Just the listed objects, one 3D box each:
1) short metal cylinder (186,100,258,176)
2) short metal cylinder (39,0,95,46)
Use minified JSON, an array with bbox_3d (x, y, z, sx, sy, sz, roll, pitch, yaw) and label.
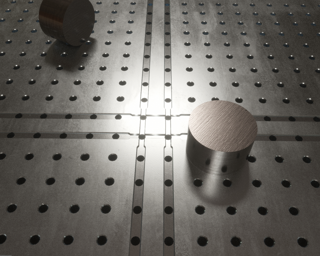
[{"bbox_3d":[0.074,0.012,0.383,0.081,0.050,0.080,0,50,0],"label":"short metal cylinder"},{"bbox_3d":[-0.156,-0.186,0.526,0.050,0.080,0.080,24,54,18],"label":"short metal cylinder"}]
